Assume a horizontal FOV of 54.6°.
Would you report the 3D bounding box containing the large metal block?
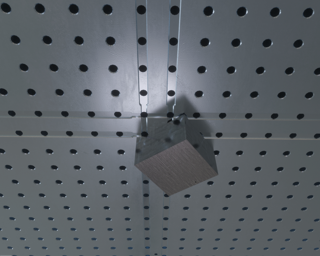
[{"bbox_3d":[0.023,0.040,0.429,0.080,0.050,0.080,-28,125,22],"label":"large metal block"}]
